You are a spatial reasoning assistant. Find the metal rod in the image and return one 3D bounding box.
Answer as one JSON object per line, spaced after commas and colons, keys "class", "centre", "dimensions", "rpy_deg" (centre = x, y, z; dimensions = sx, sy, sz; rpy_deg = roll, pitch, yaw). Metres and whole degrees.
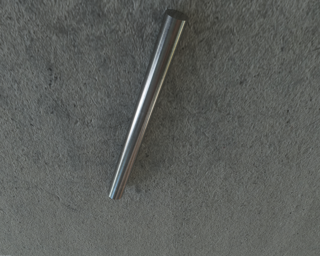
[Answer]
{"class": "metal rod", "centre": [-0.027, -0.005, 0.402], "dimensions": [0.025, 0.025, 0.298], "rpy_deg": [13, 129, -11]}
